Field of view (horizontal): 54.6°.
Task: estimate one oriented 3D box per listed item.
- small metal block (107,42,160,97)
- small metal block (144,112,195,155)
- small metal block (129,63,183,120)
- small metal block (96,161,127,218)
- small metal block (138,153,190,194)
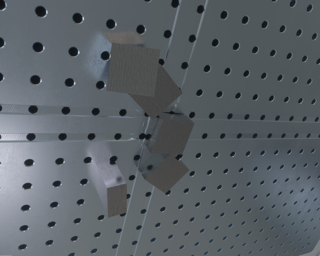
[{"bbox_3d":[-0.029,-0.062,0.336,0.050,0.025,0.050,7,97,-8],"label":"small metal block"},{"bbox_3d":[0.012,0.008,0.422,0.050,0.025,0.050,5,116,-31],"label":"small metal block"},{"bbox_3d":[-0.009,-0.046,0.377,0.050,0.025,0.050,-42,129,1],"label":"small metal block"},{"bbox_3d":[-0.064,0.080,0.409,0.025,0.050,0.050,-10,123,-23],"label":"small metal block"},{"bbox_3d":[0.006,0.061,0.451,0.050,0.025,0.050,-45,129,3],"label":"small metal block"}]
